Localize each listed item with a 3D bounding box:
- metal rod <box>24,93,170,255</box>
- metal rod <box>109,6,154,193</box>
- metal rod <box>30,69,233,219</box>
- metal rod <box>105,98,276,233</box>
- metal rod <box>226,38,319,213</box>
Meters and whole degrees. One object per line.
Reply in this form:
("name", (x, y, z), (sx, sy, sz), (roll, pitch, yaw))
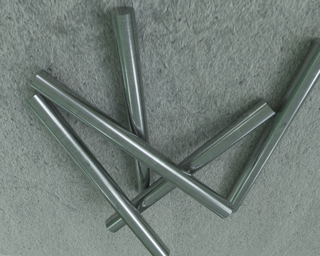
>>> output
("metal rod", (-0.074, 0.078, 0.424), (0.025, 0.025, 0.299), (-26, 111, 20))
("metal rod", (-0.029, -0.003, 0.404), (0.025, 0.025, 0.298), (-3, 130, 2))
("metal rod", (-0.025, 0.028, 0.394), (0.301, 0.025, 0.025), (36, 122, -14))
("metal rod", (0.030, 0.063, 0.438), (0.299, 0.025, 0.025), (-40, 120, 21))
("metal rod", (0.148, 0.021, 0.425), (0.025, 0.025, 0.298), (9, 130, -8))
